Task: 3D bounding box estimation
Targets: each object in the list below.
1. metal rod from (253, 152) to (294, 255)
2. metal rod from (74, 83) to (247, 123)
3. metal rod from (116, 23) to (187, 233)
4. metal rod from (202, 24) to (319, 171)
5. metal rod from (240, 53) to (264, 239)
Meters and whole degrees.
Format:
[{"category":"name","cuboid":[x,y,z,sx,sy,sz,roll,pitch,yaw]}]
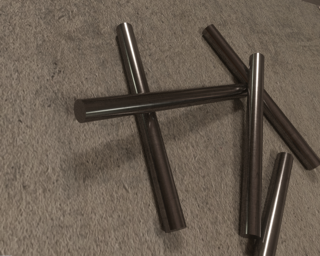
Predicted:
[{"category":"metal rod","cuboid":[0.134,0.146,0.388,0.025,0.025,0.301,36,51,-5]},{"category":"metal rod","cuboid":[0.028,-0.040,0.419,0.302,0.025,0.025,-12,68,-42]},{"category":"metal rod","cuboid":[-0.018,-0.018,0.406,0.025,0.025,0.299,-1,62,-29]},{"category":"metal rod","cuboid":[0.170,-0.058,0.533,0.025,0.025,0.299,-26,76,-37]},{"category":"metal rod","cuboid":[0.139,0.007,0.458,0.025,0.025,0.300,21,59,-16]}]
